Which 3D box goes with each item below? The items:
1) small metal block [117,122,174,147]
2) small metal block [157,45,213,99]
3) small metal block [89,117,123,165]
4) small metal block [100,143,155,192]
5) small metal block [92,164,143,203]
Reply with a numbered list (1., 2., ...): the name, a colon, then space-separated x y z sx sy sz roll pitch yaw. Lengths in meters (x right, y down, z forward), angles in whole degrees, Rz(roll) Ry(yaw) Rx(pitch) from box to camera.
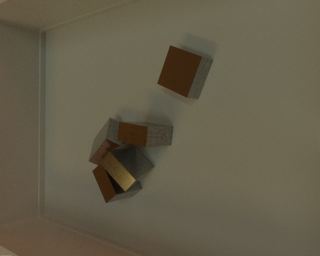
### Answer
1. small metal block: -0.019 0.007 0.404 0.050 0.050 0.025 10 97 39
2. small metal block: 0.030 -0.068 0.380 0.050 0.025 0.050 31 109 35
3. small metal block: -0.077 0.021 0.452 0.050 0.025 0.050 -49 24 28
4. small metal block: -0.043 0.050 0.416 0.050 0.050 0.025 46 119 9
5. small metal block: -0.060 0.074 0.438 0.025 0.050 0.050 -43 64 31
